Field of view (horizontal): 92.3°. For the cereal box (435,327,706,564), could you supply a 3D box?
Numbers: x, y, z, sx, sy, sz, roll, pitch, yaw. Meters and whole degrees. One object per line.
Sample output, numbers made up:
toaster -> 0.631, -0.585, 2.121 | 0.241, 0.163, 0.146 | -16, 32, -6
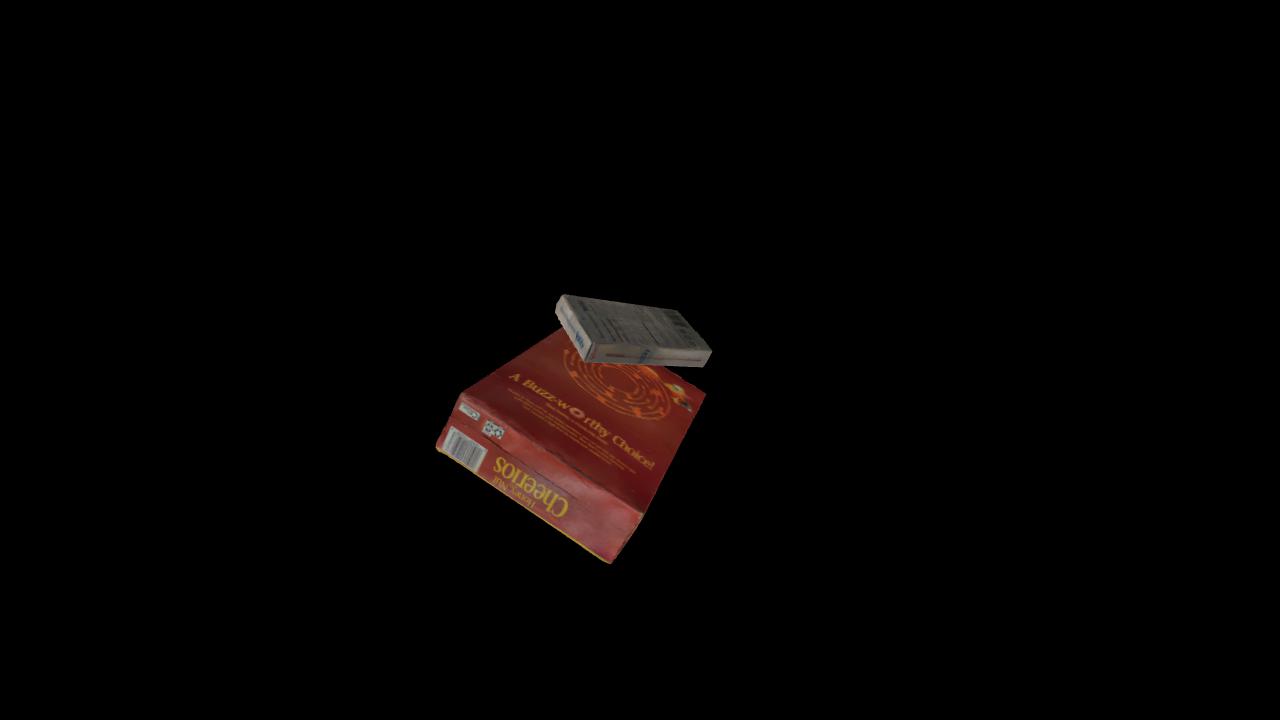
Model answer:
cereal box -> -0.053, 0.064, 0.693 | 0.203, 0.081, 0.306 | 32, 23, 4

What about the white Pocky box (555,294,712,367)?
white Pocky box -> -0.005, -0.029, 0.644 | 0.154, 0.028, 0.084 | 4, 37, -37
